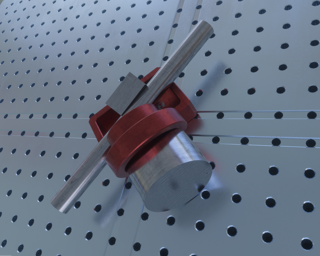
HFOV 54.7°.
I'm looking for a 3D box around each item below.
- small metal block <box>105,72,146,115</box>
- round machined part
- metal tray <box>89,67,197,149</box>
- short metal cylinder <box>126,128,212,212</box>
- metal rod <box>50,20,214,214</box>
[{"bbox_3d":[-0.042,-0.044,0.412,0.025,0.050,0.050,38,93,1],"label":"small metal block"},{"bbox_3d":[-0.020,0.010,0.351,0.098,0.098,0.042,-39,73,1],"label":"round machined part"},{"bbox_3d":[-0.027,-0.015,0.426,0.130,0.030,0.090,-37,51,3],"label":"metal tray"},{"bbox_3d":[0.009,0.046,0.337,0.080,0.080,0.050,-37,51,3],"label":"short metal cylinder"},{"bbox_3d":[-0.030,-0.021,0.396,0.025,0.025,0.300,32,79,37],"label":"metal rod"}]
